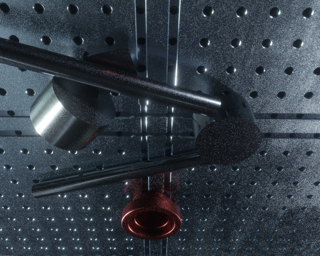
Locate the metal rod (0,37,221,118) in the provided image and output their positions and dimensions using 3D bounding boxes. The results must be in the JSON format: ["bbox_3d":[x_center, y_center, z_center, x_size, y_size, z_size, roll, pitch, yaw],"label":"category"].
[{"bbox_3d":[-0.079,-0.058,0.328,0.302,0.025,0.025,14,129,-11],"label":"metal rod"}]

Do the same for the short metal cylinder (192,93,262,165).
[{"bbox_3d":[0.083,0.002,0.398,0.081,0.050,0.079,0,130,0],"label":"short metal cylinder"}]

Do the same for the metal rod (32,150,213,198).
[{"bbox_3d":[-0.052,0.068,0.468,0.301,0.025,0.025,-13,129,10],"label":"metal rod"}]

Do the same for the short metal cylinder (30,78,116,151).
[{"bbox_3d":[-0.099,-0.020,0.357,0.080,0.080,0.050,34,122,-25],"label":"short metal cylinder"}]

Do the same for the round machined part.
[{"bbox_3d":[-0.014,0.145,0.524,0.099,0.042,0.097,0,130,0],"label":"round machined part"}]

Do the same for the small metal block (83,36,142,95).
[{"bbox_3d":[-0.052,-0.070,0.352,0.050,0.025,0.050,-12,129,9],"label":"small metal block"}]
